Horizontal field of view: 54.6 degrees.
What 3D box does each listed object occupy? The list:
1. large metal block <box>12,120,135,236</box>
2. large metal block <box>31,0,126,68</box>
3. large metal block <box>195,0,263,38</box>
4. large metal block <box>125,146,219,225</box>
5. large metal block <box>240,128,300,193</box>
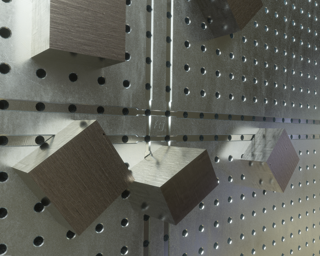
[{"bbox_3d":[-0.086,0.047,0.320,0.080,0.050,0.080,-43,116,-31],"label":"large metal block"},{"bbox_3d":[-0.083,-0.111,0.322,0.081,0.050,0.080,1,90,-40],"label":"large metal block"},{"bbox_3d":[0.106,-0.200,0.480,0.080,0.050,0.080,-49,119,-28],"label":"large metal block"},{"bbox_3d":[0.010,0.065,0.381,0.080,0.080,0.050,-33,111,-35],"label":"large metal block"},{"bbox_3d":[0.200,0.057,0.559,0.080,0.050,0.080,-51,120,-28],"label":"large metal block"}]
